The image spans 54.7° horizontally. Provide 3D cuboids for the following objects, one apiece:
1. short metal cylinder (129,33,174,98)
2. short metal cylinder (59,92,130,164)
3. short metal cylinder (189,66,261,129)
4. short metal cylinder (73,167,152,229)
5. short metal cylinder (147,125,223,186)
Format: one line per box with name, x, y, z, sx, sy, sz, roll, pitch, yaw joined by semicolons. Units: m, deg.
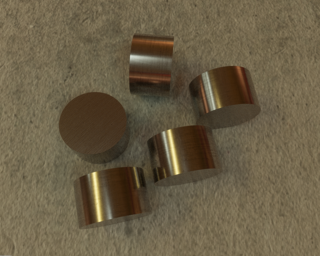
short metal cylinder;-0.010;-0.082;0.409;0.050;0.080;0.080;5;70;1
short metal cylinder;-0.080;0.001;0.393;0.081;0.050;0.080;0;70;0
short metal cylinder;0.081;-0.036;0.393;0.081;0.080;0.050;-8;71;-3
short metal cylinder;-0.053;0.080;0.349;0.081;0.080;0.050;-12;71;-5
short metal cylinder;0.028;0.035;0.367;0.081;0.080;0.050;-10;71;-4
